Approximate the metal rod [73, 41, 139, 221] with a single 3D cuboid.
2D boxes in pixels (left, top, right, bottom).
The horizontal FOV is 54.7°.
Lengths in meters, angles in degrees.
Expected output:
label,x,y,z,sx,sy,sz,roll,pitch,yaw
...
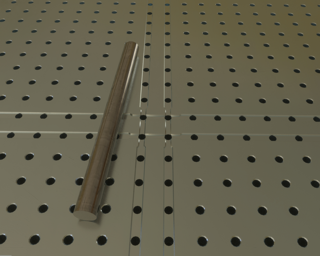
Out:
label,x,y,z,sx,sy,sz,roll,pitch,yaw
metal rod,-0.064,-0.021,0.424,0.025,0.025,0.300,5,50,4
